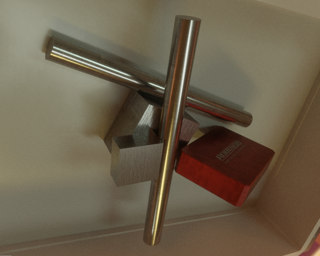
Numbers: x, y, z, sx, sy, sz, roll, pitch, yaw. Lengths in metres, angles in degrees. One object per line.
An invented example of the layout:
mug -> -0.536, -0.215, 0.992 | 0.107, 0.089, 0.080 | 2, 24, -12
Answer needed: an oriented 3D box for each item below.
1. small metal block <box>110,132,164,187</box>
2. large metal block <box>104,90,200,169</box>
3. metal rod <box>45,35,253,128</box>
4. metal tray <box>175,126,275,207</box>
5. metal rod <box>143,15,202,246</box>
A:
small metal block -> -0.027, 0.035, 0.350 | 0.050, 0.025, 0.050 | -7, 121, -26
large metal block -> -0.011, 0.006, 0.390 | 0.080, 0.050, 0.080 | 19, 108, -36
metal rod -> 0.012, -0.045, 0.388 | 0.302, 0.025, 0.025 | 15, 110, -35
metal tray -> 0.089, 0.043, 0.408 | 0.131, 0.090, 0.030 | -25, 136, -55
metal rod -> 0.008, 0.025, 0.364 | 0.025, 0.025, 0.298 | -6, 121, -26
